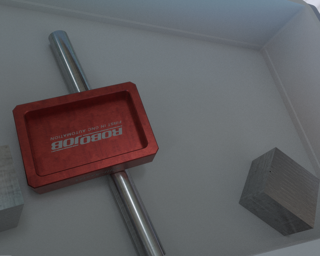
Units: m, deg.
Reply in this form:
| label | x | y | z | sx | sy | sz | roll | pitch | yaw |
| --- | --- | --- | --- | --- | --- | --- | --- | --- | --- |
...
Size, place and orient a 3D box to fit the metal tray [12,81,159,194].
| label | x | y | z | sx | sy | sz | roll | pitch | yaw |
| --- | --- | --- | --- | --- | --- | --- | --- | --- | --- |
| metal tray | -0.077 | 0.007 | 0.331 | 0.131 | 0.030 | 0.090 | -15 | 71 | -16 |

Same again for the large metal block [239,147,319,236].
| label | x | y | z | sx | sy | sz | roll | pitch | yaw |
| --- | --- | --- | --- | --- | --- | --- | --- | --- | --- |
| large metal block | 0.166 | 0.088 | 0.428 | 0.080 | 0.050 | 0.080 | 36 | 51 | -5 |

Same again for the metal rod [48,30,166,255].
| label | x | y | z | sx | sy | sz | roll | pitch | yaw |
| --- | --- | --- | --- | --- | --- | --- | --- | --- | --- |
| metal rod | -0.069 | 0.008 | 0.364 | 0.025 | 0.025 | 0.299 | -15 | 70 | -34 |

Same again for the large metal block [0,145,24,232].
| label | x | y | z | sx | sy | sz | roll | pitch | yaw |
| --- | --- | --- | --- | --- | --- | --- | --- | --- | --- |
| large metal block | -0.161 | 0.060 | 0.247 | 0.081 | 0.080 | 0.050 | -12 | 68 | -33 |
